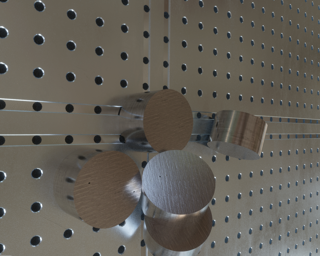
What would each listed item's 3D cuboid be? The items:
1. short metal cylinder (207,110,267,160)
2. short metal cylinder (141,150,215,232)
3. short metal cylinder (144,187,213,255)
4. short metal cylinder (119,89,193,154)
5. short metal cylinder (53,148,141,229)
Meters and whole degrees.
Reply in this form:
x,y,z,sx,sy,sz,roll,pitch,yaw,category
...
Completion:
x,y,z,sx,sy,sz,roll,pitch,yaw,category
0.118,0.012,0.475,0.080,0.080,0.050,30,71,-37,short metal cylinder
0.019,0.072,0.358,0.080,0.080,0.050,-42,156,-32,short metal cylinder
0.020,0.120,0.384,0.080,0.080,0.050,-42,156,-32,short metal cylinder
-0.004,-0.007,0.391,0.081,0.050,0.079,0,90,-40,short metal cylinder
-0.067,0.063,0.338,0.081,0.050,0.079,0,90,-40,short metal cylinder
